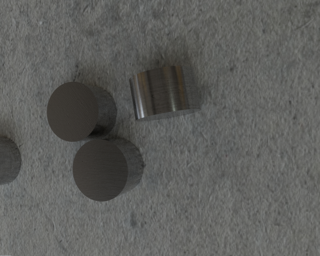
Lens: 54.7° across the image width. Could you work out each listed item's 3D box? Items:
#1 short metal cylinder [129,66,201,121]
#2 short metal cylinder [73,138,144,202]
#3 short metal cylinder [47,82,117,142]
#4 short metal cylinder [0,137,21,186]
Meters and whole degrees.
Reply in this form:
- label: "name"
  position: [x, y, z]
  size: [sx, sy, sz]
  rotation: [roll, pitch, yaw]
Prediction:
- label: "short metal cylinder"
  position: [0.006, -0.040, 0.377]
  size: [0.080, 0.080, 0.050]
  rotation: [-11, 87, 19]
- label: "short metal cylinder"
  position: [-0.069, 0.054, 0.419]
  size: [0.080, 0.050, 0.079]
  rotation: [0, 90, 19]
- label: "short metal cylinder"
  position: [-0.108, -0.022, 0.432]
  size: [0.080, 0.050, 0.079]
  rotation: [0, 90, 19]
- label: "short metal cylinder"
  position: [-0.270, 0.054, 0.489]
  size: [0.080, 0.050, 0.079]
  rotation: [0, 90, 19]
